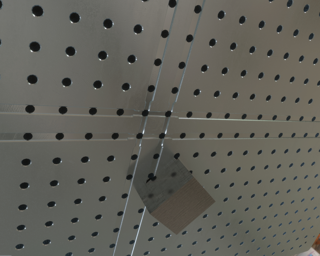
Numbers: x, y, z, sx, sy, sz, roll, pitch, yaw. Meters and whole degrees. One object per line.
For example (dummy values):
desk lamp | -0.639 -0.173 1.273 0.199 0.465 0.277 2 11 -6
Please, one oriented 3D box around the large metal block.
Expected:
large metal block | 0.026 0.106 0.477 0.080 0.050 0.080 -41 130 -1
